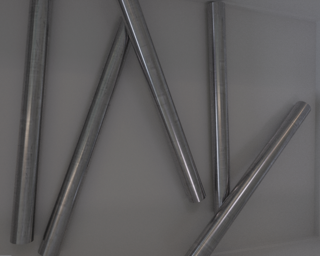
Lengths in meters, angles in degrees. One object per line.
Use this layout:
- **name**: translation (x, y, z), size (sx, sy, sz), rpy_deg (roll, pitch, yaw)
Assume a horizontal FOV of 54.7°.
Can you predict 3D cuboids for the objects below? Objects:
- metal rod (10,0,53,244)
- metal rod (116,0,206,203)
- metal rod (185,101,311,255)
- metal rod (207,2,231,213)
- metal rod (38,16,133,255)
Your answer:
- **metal rod**: translation (-0.146, -0.021, 0.356), size (0.025, 0.025, 0.298), rpy_deg (5, 89, -20)
- **metal rod**: translation (0.002, -0.039, 0.394), size (0.025, 0.025, 0.298), rpy_deg (-25, 105, -18)
- **metal rod**: translation (0.133, 0.068, 0.439), size (0.025, 0.025, 0.301), rpy_deg (49, 67, -14)
- **metal rod**: translation (0.085, -0.025, 0.441), size (0.025, 0.025, 0.298), rpy_deg (-2, 91, -20)
- **metal rod**: translation (-0.085, 0.005, 0.378), size (0.025, 0.025, 0.299), rpy_deg (20, 83, -19)
